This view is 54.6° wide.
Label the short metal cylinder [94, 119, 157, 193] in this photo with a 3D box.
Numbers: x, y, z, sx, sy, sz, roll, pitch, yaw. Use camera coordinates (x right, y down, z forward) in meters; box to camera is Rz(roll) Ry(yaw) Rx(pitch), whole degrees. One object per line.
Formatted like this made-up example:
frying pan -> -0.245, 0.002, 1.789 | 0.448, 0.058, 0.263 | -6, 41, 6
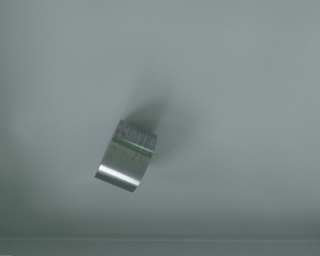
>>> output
short metal cylinder -> -0.043, 0.035, 0.395 | 0.050, 0.080, 0.080 | 24, 108, -9
